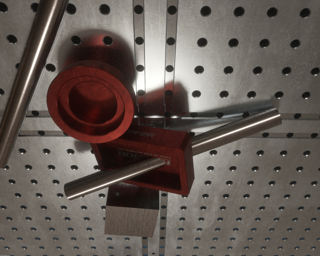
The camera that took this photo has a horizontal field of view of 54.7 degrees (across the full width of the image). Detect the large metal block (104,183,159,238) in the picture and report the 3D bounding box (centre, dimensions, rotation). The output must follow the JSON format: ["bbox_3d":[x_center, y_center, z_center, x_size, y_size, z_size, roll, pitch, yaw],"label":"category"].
[{"bbox_3d":[-0.047,0.134,0.509,0.081,0.050,0.079,6,130,-6],"label":"large metal block"}]

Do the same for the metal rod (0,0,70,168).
[{"bbox_3d":[-0.160,-0.050,0.366,0.025,0.025,0.298,24,126,-19],"label":"metal rod"}]

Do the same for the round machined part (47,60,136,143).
[{"bbox_3d":[-0.077,-0.033,0.364,0.099,0.042,0.097,1,121,2],"label":"round machined part"}]

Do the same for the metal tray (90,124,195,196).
[{"bbox_3d":[-0.023,0.040,0.412,0.130,0.030,0.089,8,133,19],"label":"metal tray"}]

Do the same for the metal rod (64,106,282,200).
[{"bbox_3d":[0.012,0.036,0.417,0.301,0.025,0.025,-21,128,6],"label":"metal rod"}]
